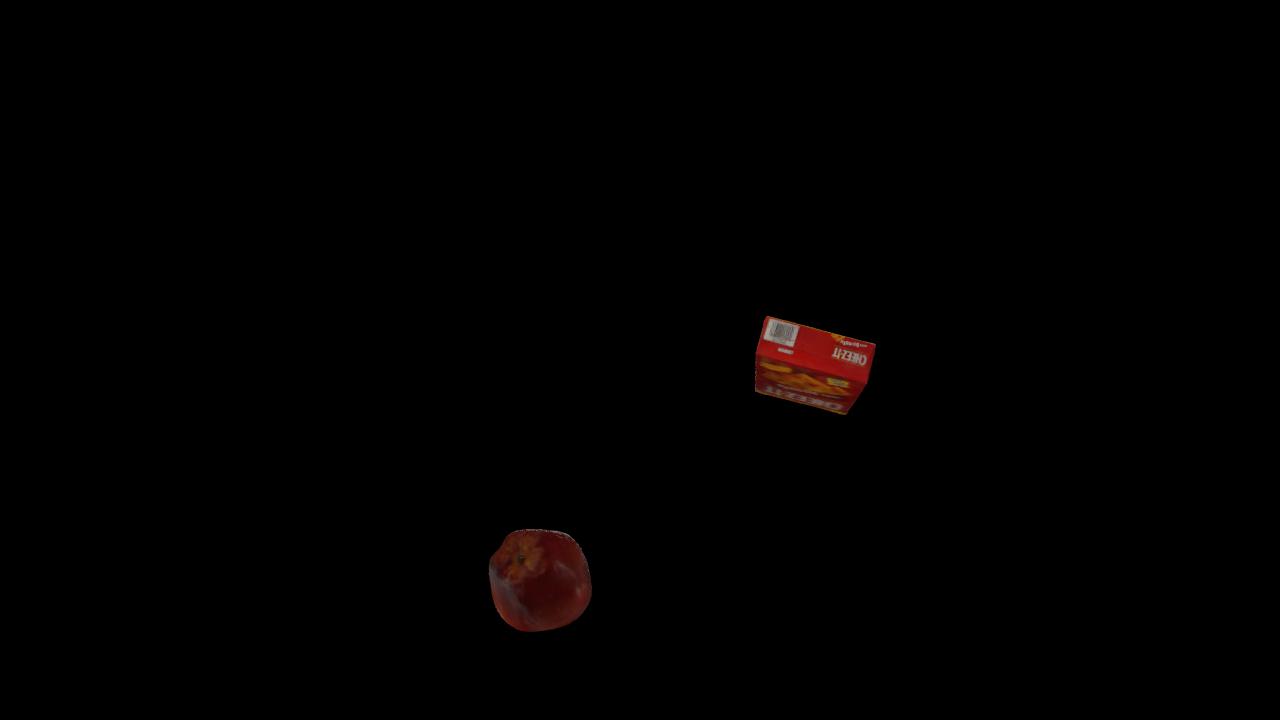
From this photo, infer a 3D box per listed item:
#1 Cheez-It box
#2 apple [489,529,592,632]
[{"bbox_3d":[0.272,0.016,0.993,0.166,0.071,0.223,16,-14,15],"label":"Cheez-It box"},{"bbox_3d":[-0.077,0.171,0.479,0.079,0.079,0.093,0,-42,12],"label":"apple"}]
